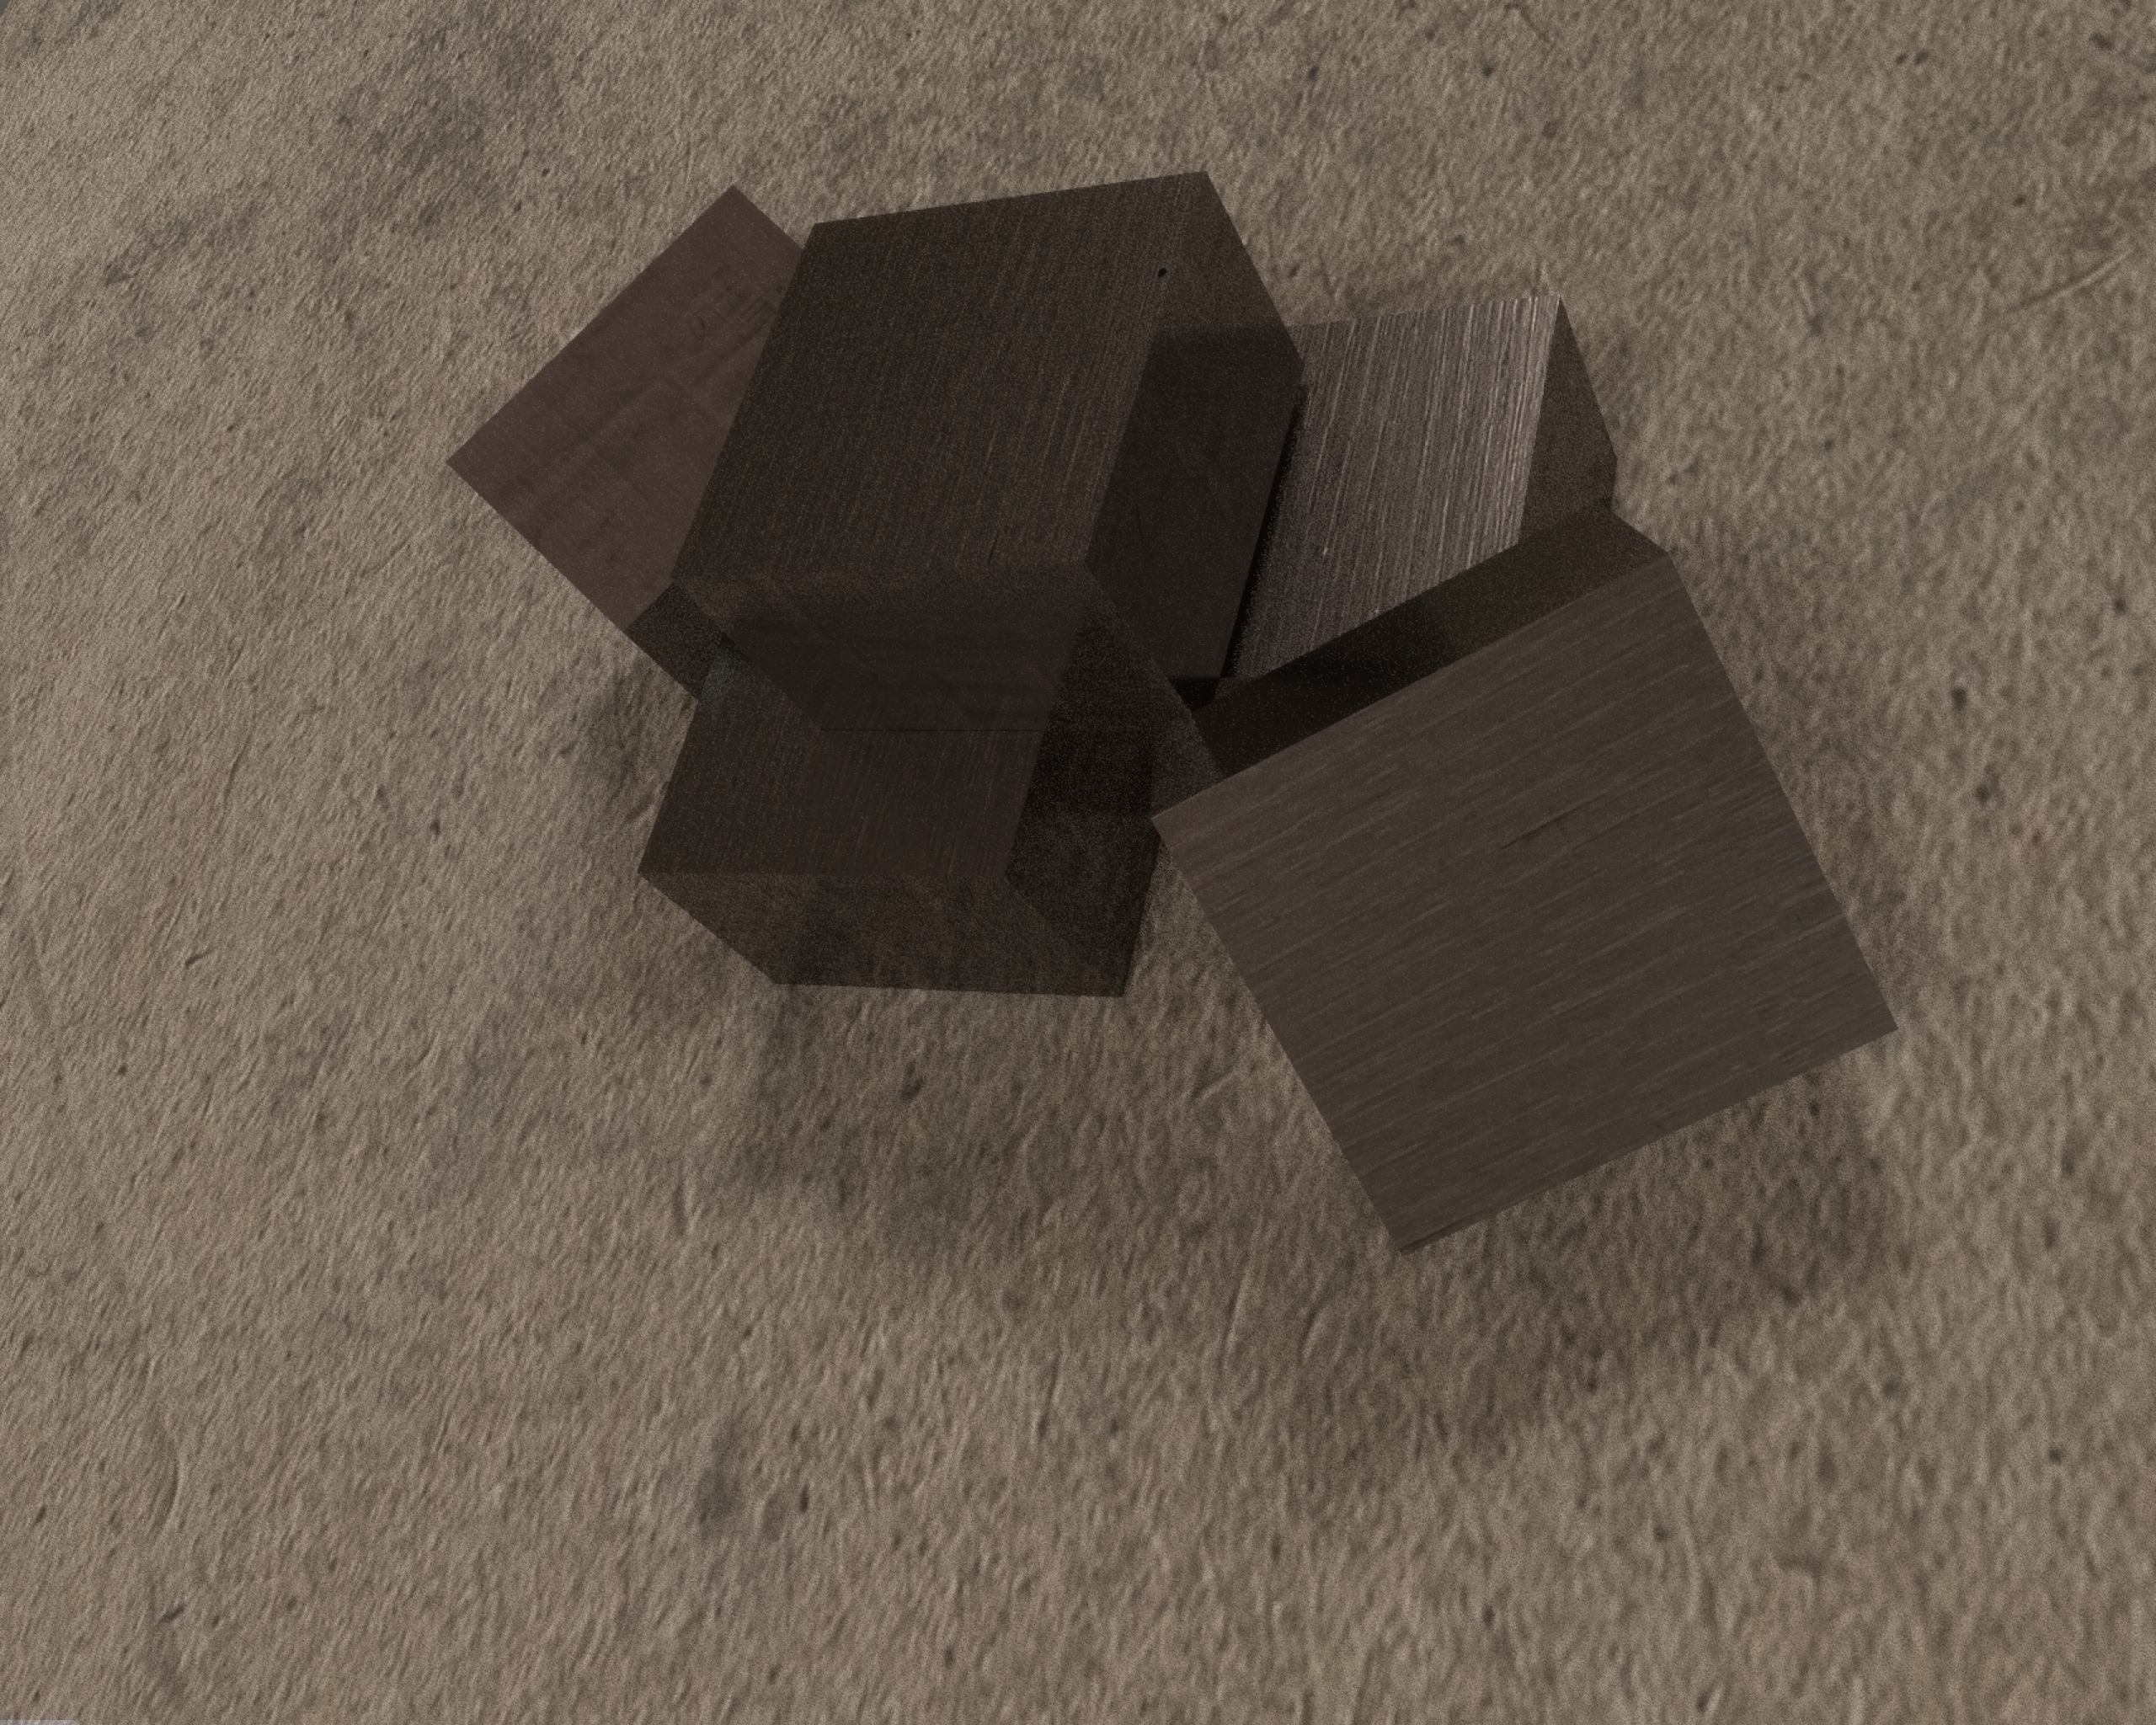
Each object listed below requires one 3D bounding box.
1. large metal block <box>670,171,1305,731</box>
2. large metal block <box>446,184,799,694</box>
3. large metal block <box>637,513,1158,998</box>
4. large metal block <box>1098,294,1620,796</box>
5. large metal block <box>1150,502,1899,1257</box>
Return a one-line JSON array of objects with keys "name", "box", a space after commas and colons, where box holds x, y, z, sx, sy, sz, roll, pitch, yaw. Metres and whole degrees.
[{"name": "large metal block", "box": [-0.014, -0.070, 0.371, 0.080, 0.050, 0.080, 2, 63, 29]}, {"name": "large metal block", "box": [-0.078, -0.086, 0.453, 0.050, 0.080, 0.080, 44, 86, 6]}, {"name": "large metal block", "box": [-0.029, -0.021, 0.413, 0.080, 0.050, 0.080, 0, 62, 28]}, {"name": "large metal block", "box": [0.052, -0.056, 0.396, 0.080, 0.050, 0.080, 0, 62, 28]}, {"name": "large metal block", "box": [0.066, 0.001, 0.325, 0.080, 0.080, 0.050, -27, 15, 10]}]
